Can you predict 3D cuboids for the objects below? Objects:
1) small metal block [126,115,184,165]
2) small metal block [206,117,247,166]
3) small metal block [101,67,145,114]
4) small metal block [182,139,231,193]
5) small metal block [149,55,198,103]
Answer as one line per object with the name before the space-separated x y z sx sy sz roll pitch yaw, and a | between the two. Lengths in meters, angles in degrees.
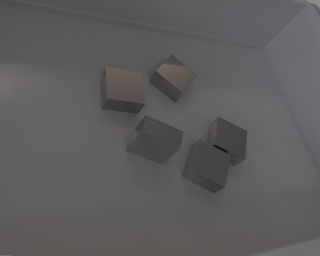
small metal block | -0.007 0.016 0.376 0.050 0.050 0.025 23 53 -14
small metal block | 0.096 0.019 0.445 0.050 0.025 0.050 25 53 -13
small metal block | -0.050 -0.049 0.409 0.050 0.025 0.050 7 59 -25
small metal block | 0.062 0.050 0.408 0.050 0.025 0.050 28 52 -10
small metal block | 0.020 -0.074 0.461 0.050 0.025 0.050 39 51 -2
